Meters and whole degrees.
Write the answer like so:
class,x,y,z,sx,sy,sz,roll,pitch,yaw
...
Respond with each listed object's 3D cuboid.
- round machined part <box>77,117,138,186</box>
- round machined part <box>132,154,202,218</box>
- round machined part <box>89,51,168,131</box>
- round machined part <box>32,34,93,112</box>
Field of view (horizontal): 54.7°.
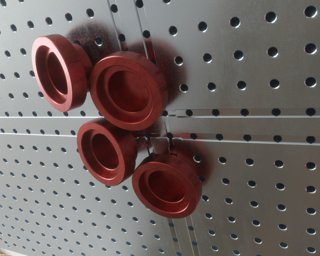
class,x,y,z,sx,sy,sz,roll,pitch,yaw
round machined part,-0.071,0.030,0.445,0.098,0.042,0.097,18,121,34
round machined part,0.013,0.077,0.440,0.098,0.042,0.097,13,124,20
round machined part,-0.035,-0.049,0.386,0.098,0.042,0.097,12,124,19
round machined part,-0.123,-0.073,0.405,0.098,0.042,0.097,25,127,38
